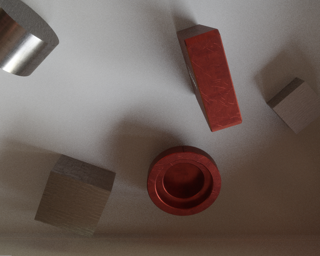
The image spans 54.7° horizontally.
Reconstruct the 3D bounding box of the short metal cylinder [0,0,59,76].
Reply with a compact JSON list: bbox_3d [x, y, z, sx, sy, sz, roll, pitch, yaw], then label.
[{"bbox_3d":[-0.161,-0.103,0.342,0.050,0.080,0.080,-42,105,14],"label":"short metal cylinder"}]

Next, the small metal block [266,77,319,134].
[{"bbox_3d":[0.178,-0.029,0.403,0.050,0.025,0.050,43,104,-15],"label":"small metal block"}]

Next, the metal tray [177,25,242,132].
[{"bbox_3d":[0.049,-0.061,0.334,0.030,0.130,0.090,-18,109,6],"label":"metal tray"}]

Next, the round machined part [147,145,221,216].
[{"bbox_3d":[0.032,0.068,0.428,0.099,0.042,0.097,0,110,-1],"label":"round machined part"}]

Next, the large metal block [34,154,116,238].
[{"bbox_3d":[-0.116,0.094,0.431,0.080,0.050,0.079,21,109,-8],"label":"large metal block"}]
